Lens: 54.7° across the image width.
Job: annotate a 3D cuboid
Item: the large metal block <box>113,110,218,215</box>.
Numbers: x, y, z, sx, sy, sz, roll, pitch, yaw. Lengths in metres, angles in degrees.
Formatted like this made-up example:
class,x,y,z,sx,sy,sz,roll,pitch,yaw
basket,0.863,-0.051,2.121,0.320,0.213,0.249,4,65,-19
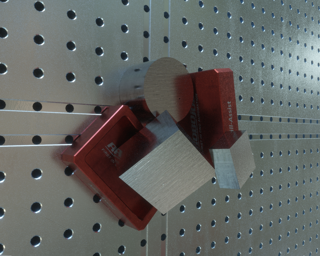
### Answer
class,x,y,z,sx,sy,sz,roll,pitch,yaw
large metal block,0.006,0.040,0.359,0.080,0.050,0.080,-39,121,6

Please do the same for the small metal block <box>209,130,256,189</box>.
class,x,y,z,sx,sy,sz,roll,pitch,yaw
small metal block,0.086,0.036,0.360,0.050,0.025,0.050,-35,113,-47

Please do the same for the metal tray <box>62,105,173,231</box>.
class,x,y,z,sx,sy,sz,roll,pitch,yaw
metal tray,-0.040,0.048,0.373,0.090,0.030,0.130,-51,120,-28

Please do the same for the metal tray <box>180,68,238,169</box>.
class,x,y,z,sx,sy,sz,roll,pitch,yaw
metal tray,0.059,-0.010,0.418,0.030,0.090,0.129,-12,98,-40

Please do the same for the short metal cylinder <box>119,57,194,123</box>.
class,x,y,z,sx,sy,sz,roll,pitch,yaw
short metal cylinder,-0.004,-0.045,0.391,0.081,0.050,0.079,0,90,-40
